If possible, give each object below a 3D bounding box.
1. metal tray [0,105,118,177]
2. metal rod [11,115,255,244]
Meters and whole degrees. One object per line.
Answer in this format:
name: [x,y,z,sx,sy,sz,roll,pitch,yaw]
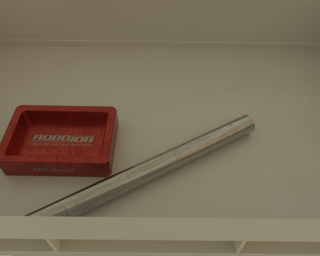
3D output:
metal tray: [-0.123,0.014,0.388,0.131,0.030,0.090,1,50,0]
metal rod: [-0.014,0.050,0.362,0.302,0.025,0.025,-23,54,-19]
